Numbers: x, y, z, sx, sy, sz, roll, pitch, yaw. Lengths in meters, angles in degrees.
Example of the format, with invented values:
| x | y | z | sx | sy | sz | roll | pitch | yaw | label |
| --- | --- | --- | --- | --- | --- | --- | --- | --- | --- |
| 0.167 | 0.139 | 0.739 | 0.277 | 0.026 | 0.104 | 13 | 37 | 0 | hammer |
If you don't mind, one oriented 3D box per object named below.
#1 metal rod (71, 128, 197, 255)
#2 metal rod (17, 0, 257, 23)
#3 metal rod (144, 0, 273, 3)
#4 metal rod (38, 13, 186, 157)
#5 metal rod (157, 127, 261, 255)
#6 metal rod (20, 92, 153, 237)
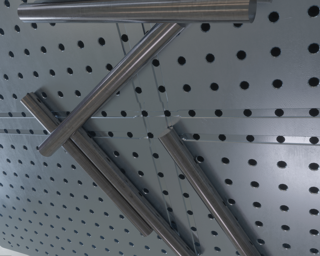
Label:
| x | y | z | sx | sy | sz | roll | pitch | yaw | label |
| --- | --- | --- | --- | --- | --- | --- | --- | --- | --- |
| -0.038 | 0.116 | 0.503 | 0.025 | 0.025 | 0.300 | -35 | 99 | 38 | metal rod |
| -0.049 | -0.128 | 0.339 | 0.300 | 0.025 | 0.025 | 11 | 123 | 29 | metal rod |
| -0.035 | -0.152 | 0.336 | 0.300 | 0.025 | 0.025 | 11 | 123 | 22 | metal rod |
| -0.081 | -0.041 | 0.411 | 0.299 | 0.025 | 0.025 | -37 | 97 | 33 | metal rod |
| 0.091 | 0.126 | 0.441 | 0.025 | 0.025 | 0.299 | -26 | 104 | 37 | metal rod |
| -0.115 | 0.064 | 0.511 | 0.300 | 0.025 | 0.025 | 49 | 129 | -7 | metal rod |
